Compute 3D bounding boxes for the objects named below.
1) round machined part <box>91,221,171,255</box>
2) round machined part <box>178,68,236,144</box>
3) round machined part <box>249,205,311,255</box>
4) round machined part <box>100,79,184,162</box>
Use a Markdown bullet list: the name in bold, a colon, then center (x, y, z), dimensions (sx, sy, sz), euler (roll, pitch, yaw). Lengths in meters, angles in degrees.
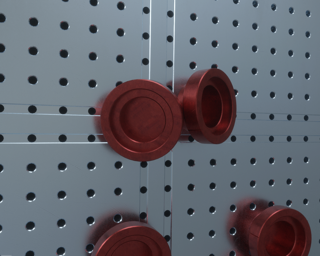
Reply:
- **round machined part**: center (-0.038, 0.166, 0.390), dimensions (0.099, 0.042, 0.097), euler (0, 90, -20)
- **round machined part**: center (0.059, -0.028, 0.411), dimensions (0.099, 0.042, 0.097), euler (0, 89, -48)
- **round machined part**: center (0.175, 0.165, 0.468), dimensions (0.099, 0.042, 0.097), euler (0, 90, -20)
- **round machined part**: center (-0.019, -0.011, 0.382), dimensions (0.098, 0.042, 0.097), euler (1, 99, 8)
